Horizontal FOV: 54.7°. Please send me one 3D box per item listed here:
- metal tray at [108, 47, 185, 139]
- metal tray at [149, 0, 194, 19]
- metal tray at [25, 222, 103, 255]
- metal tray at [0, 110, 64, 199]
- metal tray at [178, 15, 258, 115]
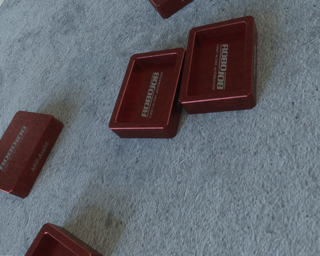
[{"bbox_3d":[-0.012,-0.049,0.436,0.090,0.030,0.130,-1,61,27],"label":"metal tray"},{"bbox_3d":[0.039,-0.256,0.537,0.130,0.030,0.090,-33,51,6],"label":"metal tray"},{"bbox_3d":[-0.131,0.188,0.353,0.090,0.030,0.130,17,71,34],"label":"metal tray"},{"bbox_3d":[-0.221,0.038,0.494,0.090,0.030,0.130,8,65,31],"label":"metal tray"},{"bbox_3d":[0.079,-0.084,0.410,0.090,0.030,0.130,-4,60,26],"label":"metal tray"}]
